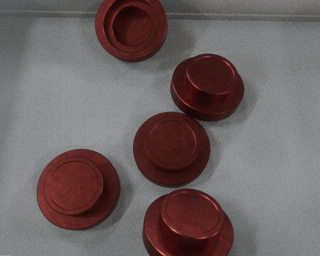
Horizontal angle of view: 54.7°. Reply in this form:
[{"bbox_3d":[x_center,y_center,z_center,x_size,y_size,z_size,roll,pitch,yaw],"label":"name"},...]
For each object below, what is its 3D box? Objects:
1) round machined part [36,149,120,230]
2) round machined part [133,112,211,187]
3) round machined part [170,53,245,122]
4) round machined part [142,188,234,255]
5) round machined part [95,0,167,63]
[{"bbox_3d":[-0.099,0.072,0.373,0.099,0.042,0.098,0,70,-1],"label":"round machined part"},{"bbox_3d":[0.015,0.024,0.392,0.099,0.042,0.098,0,70,-1],"label":"round machined part"},{"bbox_3d":[0.065,-0.060,0.413,0.099,0.042,0.098,4,59,-6],"label":"round machined part"},{"bbox_3d":[0.032,0.104,0.337,0.099,0.042,0.098,6,33,-4],"label":"round machined part"},{"bbox_3d":[-0.038,-0.142,0.440,0.099,0.042,0.097,0,93,4],"label":"round machined part"}]
